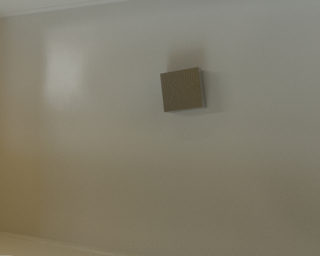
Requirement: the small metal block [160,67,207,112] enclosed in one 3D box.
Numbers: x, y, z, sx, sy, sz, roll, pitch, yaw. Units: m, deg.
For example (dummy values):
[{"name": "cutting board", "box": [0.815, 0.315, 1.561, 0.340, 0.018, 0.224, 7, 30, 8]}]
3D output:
[{"name": "small metal block", "box": [0.031, -0.048, 0.400, 0.050, 0.025, 0.050, -7, 88, 20]}]
